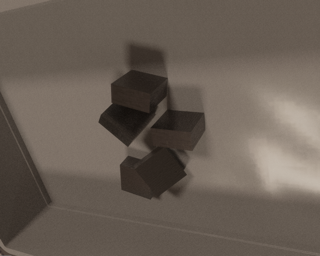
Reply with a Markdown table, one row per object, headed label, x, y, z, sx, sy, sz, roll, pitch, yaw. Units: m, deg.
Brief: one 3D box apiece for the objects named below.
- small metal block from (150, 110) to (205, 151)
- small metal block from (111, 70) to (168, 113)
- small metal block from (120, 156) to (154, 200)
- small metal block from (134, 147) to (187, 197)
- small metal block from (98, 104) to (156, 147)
| label | x | y | z | sx | sy | sz | roll | pitch | yaw |
| --- | --- | --- | --- | --- | --- | --- | --- | --- | --- |
| small metal block | 0.023 | 0.001 | 0.380 | 0.050 | 0.050 | 0.025 | 6 | 121 | 24 |
| small metal block | -0.024 | -0.046 | 0.376 | 0.050 | 0.050 | 0.025 | 16 | 125 | 18 |
| small metal block | -0.031 | 0.075 | 0.470 | 0.050 | 0.025 | 0.050 | 14 | 124 | 20 |
| small metal block | 0.000 | 0.057 | 0.426 | 0.050 | 0.025 | 0.050 | -37 | 100 | 0 |
| small metal block | -0.043 | -0.012 | 0.402 | 0.050 | 0.050 | 0.025 | 40 | 152 | 0 |
